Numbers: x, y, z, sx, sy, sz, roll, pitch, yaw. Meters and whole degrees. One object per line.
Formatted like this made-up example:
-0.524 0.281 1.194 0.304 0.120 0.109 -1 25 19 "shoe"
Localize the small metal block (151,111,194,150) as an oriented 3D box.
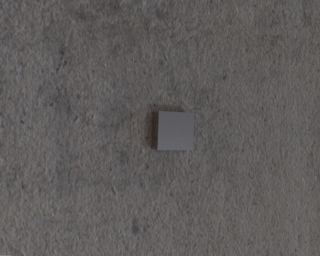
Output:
0.017 0.004 0.415 0.050 0.025 0.050 2 89 -20 "small metal block"
